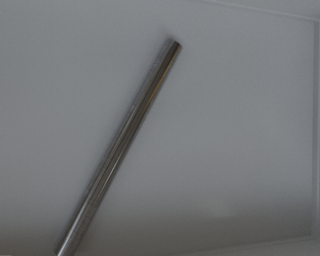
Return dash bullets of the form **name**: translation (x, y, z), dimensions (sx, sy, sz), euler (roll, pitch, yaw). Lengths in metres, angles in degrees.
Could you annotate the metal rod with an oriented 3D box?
- **metal rod**: translation (-0.048, 0.019, 0.393), dimensions (0.025, 0.025, 0.299), euler (30, 80, -18)
